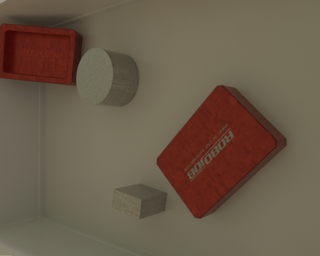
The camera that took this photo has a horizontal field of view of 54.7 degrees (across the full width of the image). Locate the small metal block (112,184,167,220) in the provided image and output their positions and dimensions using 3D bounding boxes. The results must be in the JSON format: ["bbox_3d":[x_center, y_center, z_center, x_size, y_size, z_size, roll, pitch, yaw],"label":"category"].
[{"bbox_3d":[-0.027,0.096,0.411,0.050,0.050,0.025,10,97,39],"label":"small metal block"}]

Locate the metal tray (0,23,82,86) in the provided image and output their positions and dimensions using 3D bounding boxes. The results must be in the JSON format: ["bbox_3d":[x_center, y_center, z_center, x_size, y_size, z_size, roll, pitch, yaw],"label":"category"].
[{"bbox_3d":[-0.203,-0.123,0.523,0.131,0.030,0.089,6,95,5],"label":"metal tray"}]

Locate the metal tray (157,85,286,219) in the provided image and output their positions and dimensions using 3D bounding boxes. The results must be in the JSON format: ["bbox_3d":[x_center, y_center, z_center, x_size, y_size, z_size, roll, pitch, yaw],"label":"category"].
[{"bbox_3d":[0.062,0.028,0.351,0.129,0.030,0.090,-52,60,27],"label":"metal tray"}]

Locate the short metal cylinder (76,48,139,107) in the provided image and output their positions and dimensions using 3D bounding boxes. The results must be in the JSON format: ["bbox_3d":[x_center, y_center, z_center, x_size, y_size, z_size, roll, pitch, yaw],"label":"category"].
[{"bbox_3d":[-0.077,-0.072,0.451,0.080,0.050,0.079,0,90,39],"label":"short metal cylinder"}]
